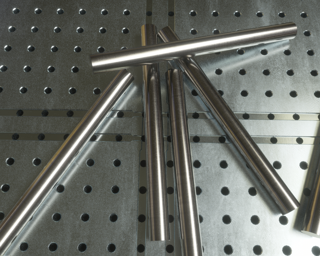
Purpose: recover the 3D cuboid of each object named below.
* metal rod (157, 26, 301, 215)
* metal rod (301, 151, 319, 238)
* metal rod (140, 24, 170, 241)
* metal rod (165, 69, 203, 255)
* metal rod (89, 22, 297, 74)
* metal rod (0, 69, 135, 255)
[{"bbox_3d":[0.083,-0.022,0.420,0.025,0.025,0.299,-29,73,-10],"label":"metal rod"},{"bbox_3d":[0.236,-0.004,0.414,0.025,0.025,0.300,21,71,7],"label":"metal rod"},{"bbox_3d":[-0.009,-0.008,0.414,0.025,0.025,0.299,-3,70,-1],"label":"metal rod"},{"bbox_3d":[0.031,0.063,0.388,0.025,0.025,0.299,-4,70,-1],"label":"metal rod"},{"bbox_3d":[0.056,-0.113,0.429,0.302,0.025,0.025,-13,70,-15],"label":"metal rod"},{"bbox_3d":[-0.127,0.044,0.395,0.025,0.025,0.300,31,73,10],"label":"metal rod"}]
